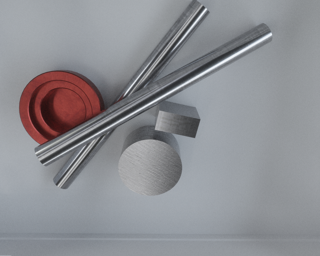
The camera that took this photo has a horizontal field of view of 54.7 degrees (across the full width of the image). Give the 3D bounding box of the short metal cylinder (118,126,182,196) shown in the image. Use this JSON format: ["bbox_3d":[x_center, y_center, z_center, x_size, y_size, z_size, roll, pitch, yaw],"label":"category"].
[{"bbox_3d":[-0.012,0.043,0.414,0.081,0.050,0.079,0,110,-1],"label":"short metal cylinder"}]

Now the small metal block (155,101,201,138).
[{"bbox_3d":[0.021,-0.013,0.394,0.050,0.050,0.025,12,110,-5],"label":"small metal block"}]

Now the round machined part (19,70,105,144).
[{"bbox_3d":[-0.118,-0.023,0.388,0.099,0.042,0.097,0,103,1],"label":"round machined part"}]

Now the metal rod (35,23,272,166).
[{"bbox_3d":[-0.004,-0.041,0.362,0.301,0.025,0.025,-29,108,-4],"label":"metal rod"}]

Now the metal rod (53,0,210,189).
[{"bbox_3d":[-0.046,-0.032,0.398,0.025,0.025,0.299,37,106,-13],"label":"metal rod"}]
